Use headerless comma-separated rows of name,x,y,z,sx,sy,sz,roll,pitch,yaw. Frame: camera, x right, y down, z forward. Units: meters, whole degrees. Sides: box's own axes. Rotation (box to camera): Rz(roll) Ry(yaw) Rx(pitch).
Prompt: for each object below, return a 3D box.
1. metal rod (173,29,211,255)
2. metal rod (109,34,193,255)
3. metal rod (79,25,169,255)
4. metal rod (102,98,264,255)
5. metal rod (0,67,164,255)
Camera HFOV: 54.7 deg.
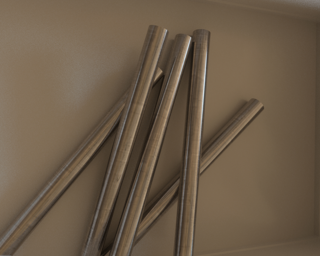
metal rod,0.043,0.014,0.406,0.025,0.025,0.299,9,80,-20
metal rod,-0.008,0.019,0.393,0.025,0.025,0.299,20,78,-19
metal rod,-0.045,0.025,0.374,0.025,0.025,0.298,16,92,-19
metal rod,0.040,0.065,0.425,0.301,0.025,0.025,-43,104,-15
metal rod,-0.096,0.037,0.374,0.025,0.025,0.300,42,77,-15
